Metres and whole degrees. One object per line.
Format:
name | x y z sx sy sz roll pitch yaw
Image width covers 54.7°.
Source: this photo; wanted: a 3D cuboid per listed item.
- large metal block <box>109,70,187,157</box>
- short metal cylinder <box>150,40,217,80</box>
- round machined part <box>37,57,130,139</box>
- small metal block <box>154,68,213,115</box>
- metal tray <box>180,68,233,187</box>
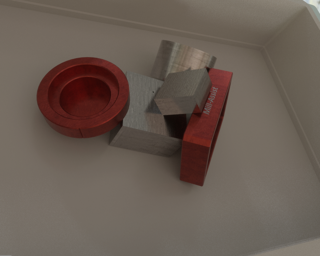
large metal block | -0.014 -0.016 0.391 0.081 0.050 0.080 14 56 -21
short metal cylinder | 0.032 -0.085 0.431 0.081 0.080 0.050 15 100 -20
round machined part | -0.083 -0.030 0.352 0.099 0.042 0.098 1 59 -2
small metal block | 0.028 -0.042 0.364 0.025 0.050 0.050 61 41 -36
metal tray | 0.060 -0.003 0.396 0.030 0.089 0.130 15 50 13
